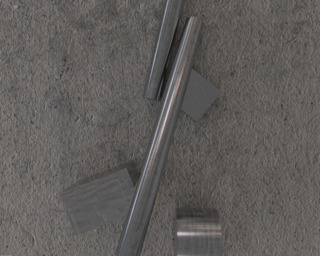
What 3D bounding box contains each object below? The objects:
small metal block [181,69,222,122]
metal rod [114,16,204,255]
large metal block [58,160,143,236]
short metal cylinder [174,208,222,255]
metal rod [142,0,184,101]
[{"bbox_3d":[0.044,-0.043,0.410,0.050,0.025,0.050,38,90,0],"label":"small metal block"},{"bbox_3d":[0.006,-0.004,0.361,0.025,0.025,0.299,17,70,0],"label":"metal rod"},{"bbox_3d":[-0.065,0.081,0.382,0.080,0.080,0.050,-21,90,0],"label":"large metal block"},{"bbox_3d":[0.044,0.140,0.383,0.050,0.080,0.080,1,90,0],"label":"short metal cylinder"},{"bbox_3d":[0.023,-0.183,0.410,0.025,0.025,0.298,13,90,0],"label":"metal rod"}]
